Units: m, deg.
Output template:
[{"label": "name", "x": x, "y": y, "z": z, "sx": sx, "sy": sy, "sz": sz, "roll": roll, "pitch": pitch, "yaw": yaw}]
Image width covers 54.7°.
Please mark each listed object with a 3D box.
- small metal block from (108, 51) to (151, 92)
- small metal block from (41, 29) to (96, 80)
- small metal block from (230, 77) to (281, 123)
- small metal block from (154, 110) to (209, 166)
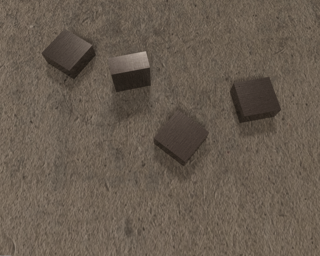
[{"label": "small metal block", "x": -0.040, "y": -0.076, "z": 0.422, "sx": 0.050, "sy": 0.050, "sz": 0.025, "roll": -12, "pitch": 71, "yaw": -5}, {"label": "small metal block", "x": -0.130, "y": -0.106, "z": 0.445, "sx": 0.050, "sy": 0.025, "sz": 0.050, "roll": 32, "pitch": 73, "yaw": 11}, {"label": "small metal block", "x": 0.129, "y": -0.038, "z": 0.424, "sx": 0.050, "sy": 0.025, "sz": 0.050, "roll": -10, "pitch": 70, "yaw": -4}, {"label": "small metal block", "x": 0.027, "y": 0.013, "z": 0.404, "sx": 0.050, "sy": 0.025, "sz": 0.050, "roll": 37, "pitch": 74, "yaw": 12}]
